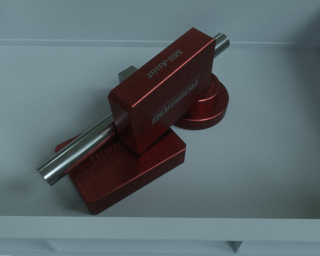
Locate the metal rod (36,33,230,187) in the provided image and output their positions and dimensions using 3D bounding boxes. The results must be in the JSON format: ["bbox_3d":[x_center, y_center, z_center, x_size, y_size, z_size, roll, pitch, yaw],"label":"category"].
[{"bbox_3d":[-0.016,-0.037,0.383,0.025,0.025,0.301,37,63,26],"label":"metal rod"}]

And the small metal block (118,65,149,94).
[{"bbox_3d":[-0.030,-0.050,0.429,0.025,0.050,0.050,-37,60,-27],"label":"small metal block"}]

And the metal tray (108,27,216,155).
[{"bbox_3d":[0.007,-0.040,0.346,0.030,0.090,0.131,37,65,23],"label":"metal tray"}]

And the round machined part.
[{"bbox_3d":[0.047,-0.048,0.432,0.099,0.042,0.098,0,50,0],"label":"round machined part"}]

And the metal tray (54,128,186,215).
[{"bbox_3d":[-0.046,0.032,0.373,0.131,0.030,0.090,-28,56,-22],"label":"metal tray"}]
